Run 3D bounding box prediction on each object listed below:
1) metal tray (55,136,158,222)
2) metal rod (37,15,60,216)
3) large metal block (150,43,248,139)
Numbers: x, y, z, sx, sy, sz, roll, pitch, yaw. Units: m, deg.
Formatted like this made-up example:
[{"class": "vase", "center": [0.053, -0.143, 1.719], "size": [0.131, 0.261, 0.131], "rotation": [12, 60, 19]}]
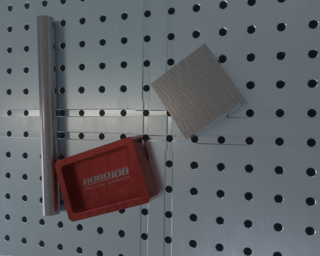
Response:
[{"class": "metal tray", "center": [-0.078, 0.072, 0.437], "size": [0.130, 0.030, 0.090], "rotation": [-19, 84, 18]}, {"class": "metal rod", "center": [-0.170, -0.019, 0.472], "size": [0.025, 0.025, 0.298], "rotation": [-2, 89, 20]}, {"class": "large metal block", "center": [0.049, -0.042, 0.382], "size": [0.080, 0.050, 0.080], "rotation": [-35, 79, 16]}]
